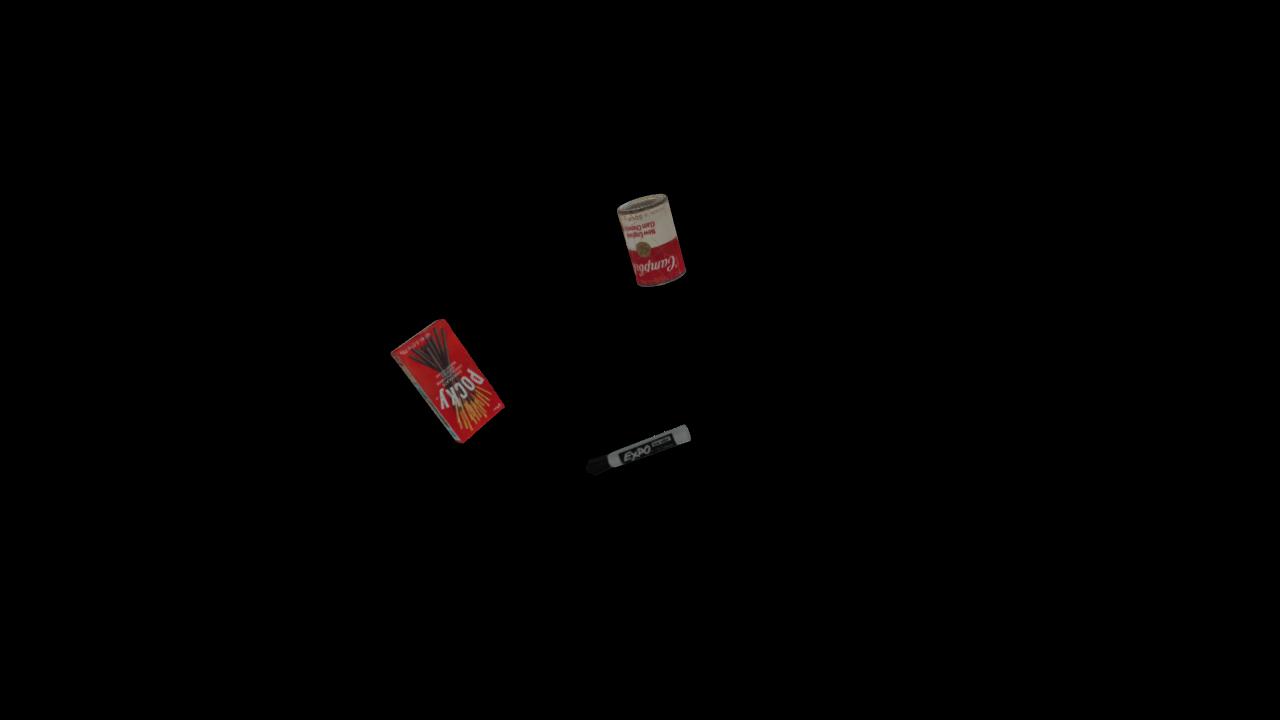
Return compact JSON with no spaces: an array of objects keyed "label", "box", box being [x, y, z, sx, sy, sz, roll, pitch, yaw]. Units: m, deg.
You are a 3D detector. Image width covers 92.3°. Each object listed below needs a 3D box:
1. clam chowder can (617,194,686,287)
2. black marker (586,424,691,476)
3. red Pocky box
[{"label":"clam chowder can","box":[0.015,-0.154,0.789,0.068,0.102,0.068,-14,24,6]},{"label":"black marker","box":[-0.004,0.099,0.669,0.121,0.020,0.020,-22,-5,13]},{"label":"red Pocky box","box":[-0.257,0.029,0.835,0.028,0.155,0.083,-4,33,47]}]
